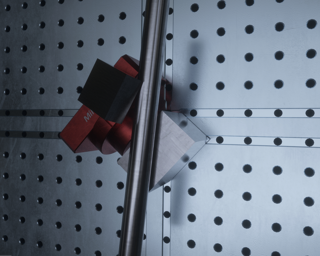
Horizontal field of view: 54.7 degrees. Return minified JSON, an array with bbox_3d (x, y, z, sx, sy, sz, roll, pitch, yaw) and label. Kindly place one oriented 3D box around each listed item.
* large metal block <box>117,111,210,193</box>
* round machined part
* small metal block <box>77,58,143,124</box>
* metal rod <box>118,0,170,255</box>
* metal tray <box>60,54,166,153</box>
[{"bbox_3d":[0.007,0.027,0.377,0.050,0.080,0.080,45,104,14],"label":"large metal block"},{"bbox_3d":[-0.035,-0.001,0.389,0.042,0.098,0.098,44,103,14],"label":"round machined part"},{"bbox_3d":[-0.053,-0.039,0.326,0.050,0.025,0.050,33,99,36],"label":"small metal block"},{"bbox_3d":[-0.018,0.011,0.333,0.025,0.025,0.298,7,92,19],"label":"metal rod"},{"bbox_3d":[-0.057,-0.027,0.397,0.030,0.090,0.130,45,104,14],"label":"metal tray"}]
